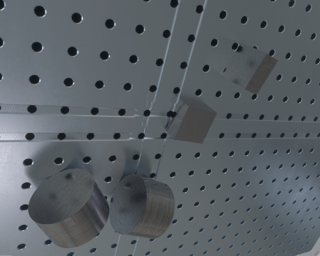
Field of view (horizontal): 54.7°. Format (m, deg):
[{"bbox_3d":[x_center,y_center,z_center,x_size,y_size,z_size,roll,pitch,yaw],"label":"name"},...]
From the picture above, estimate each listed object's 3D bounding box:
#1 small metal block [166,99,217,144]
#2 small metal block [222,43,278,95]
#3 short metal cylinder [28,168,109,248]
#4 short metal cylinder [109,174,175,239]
[{"bbox_3d":[0.043,-0.009,0.430,0.050,0.025,0.050,10,114,-33],"label":"small metal block"},{"bbox_3d":[0.118,-0.079,0.411,0.025,0.050,0.050,17,109,-35],"label":"small metal block"},{"bbox_3d":[-0.109,0.096,0.376,0.080,0.080,0.050,-27,128,-11],"label":"short metal cylinder"},{"bbox_3d":[-0.026,0.109,0.429,0.050,0.080,0.080,25,105,-37],"label":"short metal cylinder"}]
